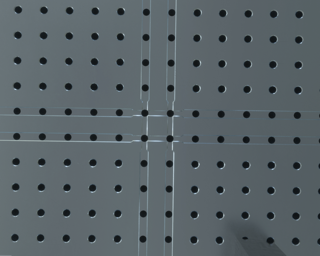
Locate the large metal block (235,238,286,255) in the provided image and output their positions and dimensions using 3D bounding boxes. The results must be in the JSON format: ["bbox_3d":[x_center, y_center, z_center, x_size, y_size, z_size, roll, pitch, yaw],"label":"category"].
[{"bbox_3d":[0.126,0.193,0.387,0.050,0.080,0.080,6,90,0],"label":"large metal block"}]
